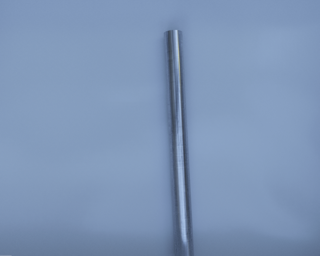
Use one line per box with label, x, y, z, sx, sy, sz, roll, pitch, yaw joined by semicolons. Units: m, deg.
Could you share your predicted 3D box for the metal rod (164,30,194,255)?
metal rod;0.025;0.023;0.411;0.025;0.025;0.298;-3;90;0
